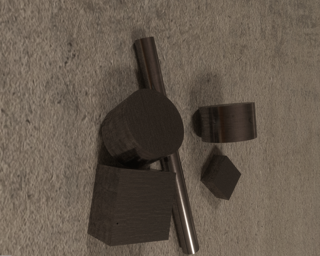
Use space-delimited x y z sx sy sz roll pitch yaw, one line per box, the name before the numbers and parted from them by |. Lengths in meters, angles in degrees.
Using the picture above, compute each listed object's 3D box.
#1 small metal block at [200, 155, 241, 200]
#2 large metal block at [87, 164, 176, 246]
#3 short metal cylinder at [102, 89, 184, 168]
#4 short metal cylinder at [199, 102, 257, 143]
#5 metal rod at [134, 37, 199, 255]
small metal block | 0.097 0.078 0.489 0.050 0.025 0.050 48 61 -30
large metal block | -0.032 0.087 0.364 0.081 0.050 0.080 11 83 -40
short metal cylinder | -0.019 0.001 0.358 0.081 0.050 0.080 19 57 -33
short metal cylinder | 0.099 -0.009 0.455 0.081 0.080 0.050 -10 97 -40
metal rod | 0.012 0.031 0.416 0.025 0.025 0.298 -21 104 -38
